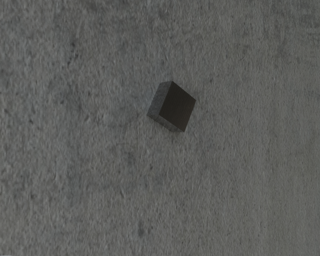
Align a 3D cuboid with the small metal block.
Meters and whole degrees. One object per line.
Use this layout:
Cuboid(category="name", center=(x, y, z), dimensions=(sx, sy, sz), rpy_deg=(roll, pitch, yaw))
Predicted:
Cuboid(category="small metal block", center=(0.016, -0.028, 0.417), dimensions=(0.050, 0.025, 0.050), rpy_deg=(34, 69, -35))
